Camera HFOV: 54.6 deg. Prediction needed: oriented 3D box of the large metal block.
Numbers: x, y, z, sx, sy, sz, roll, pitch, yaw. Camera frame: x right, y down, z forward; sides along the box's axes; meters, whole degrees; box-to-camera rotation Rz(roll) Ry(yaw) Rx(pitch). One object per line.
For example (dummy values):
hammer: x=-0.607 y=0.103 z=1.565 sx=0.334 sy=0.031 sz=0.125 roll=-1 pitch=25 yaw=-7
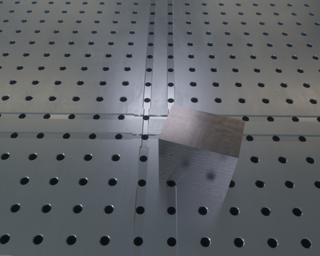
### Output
large metal block: x=0.044 y=0.027 z=0.350 sx=0.080 sy=0.080 sz=0.050 roll=13 pitch=52 yaw=11
